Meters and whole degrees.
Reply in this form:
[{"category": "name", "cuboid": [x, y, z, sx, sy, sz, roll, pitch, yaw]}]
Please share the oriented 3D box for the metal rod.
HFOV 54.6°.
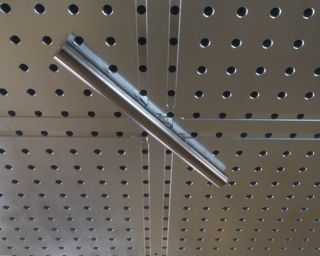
[{"category": "metal rod", "cuboid": [-0.007, -0.002, 0.410, 0.025, 0.025, 0.301, -35, 122, 26]}]
